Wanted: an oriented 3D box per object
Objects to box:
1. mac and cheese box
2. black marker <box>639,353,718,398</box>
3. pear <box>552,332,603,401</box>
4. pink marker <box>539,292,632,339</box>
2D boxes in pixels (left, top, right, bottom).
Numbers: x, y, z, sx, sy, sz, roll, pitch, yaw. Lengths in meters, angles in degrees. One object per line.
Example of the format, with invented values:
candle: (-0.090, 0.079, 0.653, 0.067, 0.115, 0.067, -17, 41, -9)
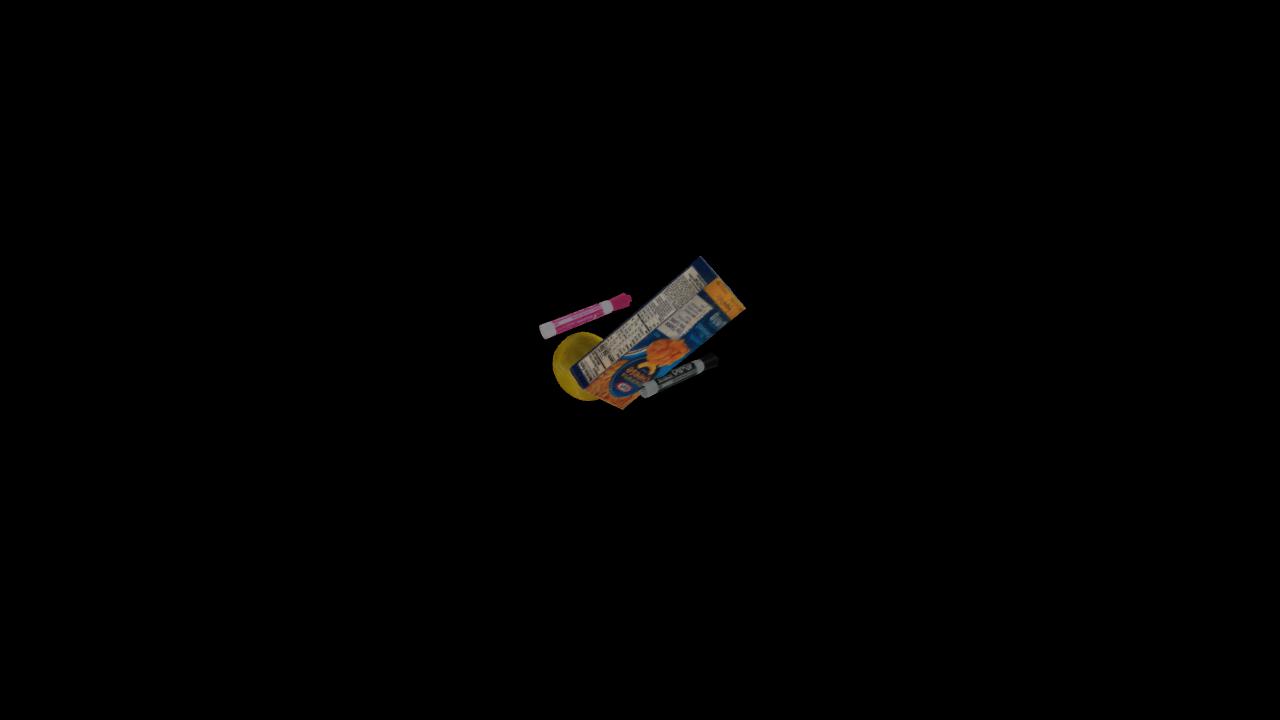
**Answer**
mac and cheese box: (0.021, -0.024, 0.669, 0.184, 0.041, 0.093, -41, -30, 11)
black marker: (0.049, 0.016, 0.725, 0.121, 0.020, 0.020, -22, 13, -36)
pear: (-0.055, 0.019, 0.715, 0.080, 0.080, 0.111, 0, -28, 16)
pink marker: (-0.065, -0.056, 0.756, 0.121, 0.020, 0.020, -23, 8, -18)
